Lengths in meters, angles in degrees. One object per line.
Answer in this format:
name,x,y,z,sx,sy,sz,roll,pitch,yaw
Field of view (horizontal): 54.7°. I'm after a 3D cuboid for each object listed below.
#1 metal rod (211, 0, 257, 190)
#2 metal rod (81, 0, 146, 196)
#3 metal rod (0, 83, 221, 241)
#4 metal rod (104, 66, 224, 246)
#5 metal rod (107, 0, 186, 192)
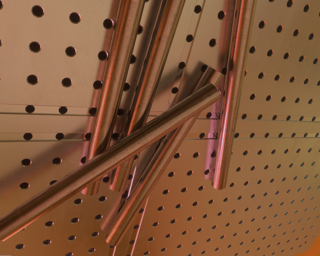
metal rod,0.102,-0.030,0.450,0.025,0.025,0.298,-13,124,-22
metal rod,-0.053,-0.049,0.352,0.025,0.025,0.298,3,117,-30
metal rod,-0.057,0.036,0.369,0.301,0.025,0.025,-33,129,-7
metal rod,0.000,0.049,0.442,0.025,0.025,0.298,20,108,-36
metal rod,-0.016,-0.050,0.372,0.025,0.025,0.298,5,116,-31
